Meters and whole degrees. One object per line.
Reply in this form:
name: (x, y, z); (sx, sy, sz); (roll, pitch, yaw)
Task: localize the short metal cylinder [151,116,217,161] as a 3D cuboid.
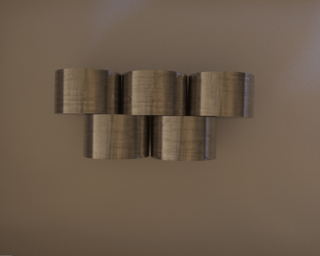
short metal cylinder: (0.029, 0.011, 0.382); (0.081, 0.080, 0.050); (1, 90, 0)

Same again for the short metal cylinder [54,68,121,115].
short metal cylinder: (-0.088, -0.041, 0.381); (0.081, 0.080, 0.050); (1, 90, 0)

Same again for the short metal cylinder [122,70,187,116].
short metal cylinder: (-0.007, -0.039, 0.382); (0.081, 0.080, 0.050); (1, 90, 0)

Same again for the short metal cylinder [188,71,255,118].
short metal cylinder: (0.074, -0.038, 0.383); (0.081, 0.080, 0.050); (2, 90, 0)

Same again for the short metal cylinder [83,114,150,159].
short metal cylinder: (-0.053, 0.009, 0.382); (0.081, 0.080, 0.050); (1, 90, 0)
